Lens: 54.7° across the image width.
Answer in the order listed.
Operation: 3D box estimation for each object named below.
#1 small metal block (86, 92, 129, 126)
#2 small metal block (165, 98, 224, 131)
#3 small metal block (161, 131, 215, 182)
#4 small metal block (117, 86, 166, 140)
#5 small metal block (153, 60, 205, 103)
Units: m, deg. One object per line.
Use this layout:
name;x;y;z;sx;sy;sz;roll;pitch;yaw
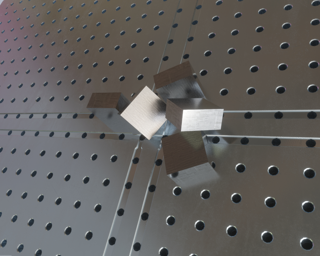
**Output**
small metal block;-0.067;-0.026;0.442;0.050;0.050;0.025;3;63;29
small metal block;0.040;-0.017;0.370;0.050;0.025;0.050;-2;20;-20
small metal block;0.033;0.031;0.371;0.050;0.025;0.050;-20;54;16
small metal block;-0.019;-0.020;0.410;0.050;0.050;0.025;-50;16;-7
small metal block;0.026;-0.056;0.412;0.050;0.050;0.025;-21;54;15
